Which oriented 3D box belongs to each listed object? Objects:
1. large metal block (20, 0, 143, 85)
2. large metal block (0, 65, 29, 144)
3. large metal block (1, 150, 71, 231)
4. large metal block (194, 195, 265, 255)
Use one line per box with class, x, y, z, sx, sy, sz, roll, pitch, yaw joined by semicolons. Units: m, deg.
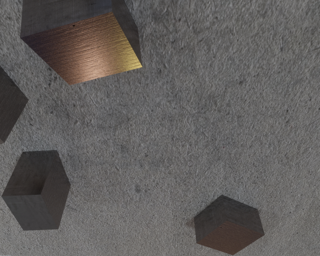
large metal block;-0.069;-0.090;0.293;0.080;0.050;0.080;-12;156;10
large metal block;-0.204;-0.031;0.343;0.050;0.080;0.080;-17;128;14
large metal block;-0.172;0.089;0.445;0.050;0.080;0.080;-3;130;2
large metal block;0.117;0.170;0.536;0.080;0.050;0.080;25;126;-20
